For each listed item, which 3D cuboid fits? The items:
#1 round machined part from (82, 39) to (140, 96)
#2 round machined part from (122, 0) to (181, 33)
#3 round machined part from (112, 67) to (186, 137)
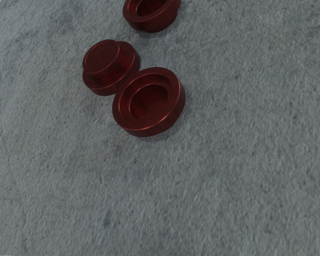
[{"bbox_3d":[-0.085,-0.103,0.499,0.098,0.042,0.098,-13,56,20],"label":"round machined part"},{"bbox_3d":[-0.010,-0.199,0.519,0.098,0.042,0.098,-13,56,20],"label":"round machined part"},{"bbox_3d":[-0.011,-0.031,0.416,0.098,0.042,0.098,-13,56,20],"label":"round machined part"}]
